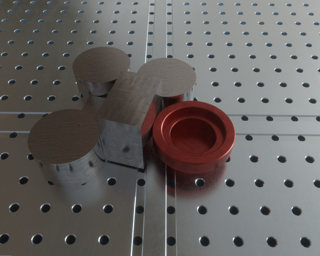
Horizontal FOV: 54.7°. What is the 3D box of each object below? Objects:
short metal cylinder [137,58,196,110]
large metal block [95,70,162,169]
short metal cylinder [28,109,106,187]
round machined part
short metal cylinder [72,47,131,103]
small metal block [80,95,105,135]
[{"bbox_3d":[0.009,-0.054,0.436,0.080,0.050,0.080,0,50,0],"label":"short metal cylinder"},{"bbox_3d":[-0.033,-0.010,0.376,0.050,0.080,0.080,12,51,10],"label":"large metal block"},{"bbox_3d":[-0.108,0.023,0.371,0.080,0.050,0.080,0,50,0],"label":"short metal cylinder"},{"bbox_3d":[0.040,0.015,0.384,0.099,0.042,0.098,0,50,0],"label":"round machined part"},{"bbox_3d":[-0.082,-0.074,0.453,0.080,0.050,0.080,0,50,0],"label":"short metal cylinder"},{"bbox_3d":[-0.079,-0.014,0.418,0.050,0.025,0.050,12,51,9],"label":"small metal block"}]
